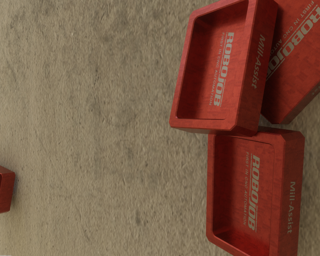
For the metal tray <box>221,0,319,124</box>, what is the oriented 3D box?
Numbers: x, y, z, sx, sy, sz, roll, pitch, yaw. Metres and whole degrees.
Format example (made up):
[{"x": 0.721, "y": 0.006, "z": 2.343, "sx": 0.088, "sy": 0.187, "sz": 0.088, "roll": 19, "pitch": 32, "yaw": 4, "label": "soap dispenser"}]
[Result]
[{"x": 0.127, "y": -0.078, "z": 0.296, "sx": 0.090, "sy": 0.030, "sz": 0.129, "roll": 50, "pitch": 119, "yaw": 28, "label": "metal tray"}]

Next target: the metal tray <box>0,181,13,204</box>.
[{"x": -0.388, "y": 0.104, "z": 0.683, "sx": 0.130, "sy": 0.030, "sz": 0.090, "roll": 24, "pitch": 147, "yaw": 37, "label": "metal tray"}]

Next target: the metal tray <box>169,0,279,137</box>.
[{"x": 0.059, "y": -0.059, "z": 0.304, "sx": 0.090, "sy": 0.030, "sz": 0.129, "roll": 3, "pitch": 80, "yaw": 54, "label": "metal tray"}]

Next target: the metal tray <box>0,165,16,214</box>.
[{"x": -0.377, "y": 0.124, "z": 0.683, "sx": 0.130, "sy": 0.030, "sz": 0.089, "roll": 15, "pitch": 97, "yaw": 30, "label": "metal tray"}]

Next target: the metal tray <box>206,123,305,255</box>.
[{"x": 0.088, "y": 0.063, "z": 0.304, "sx": 0.090, "sy": 0.030, "sz": 0.129, "roll": 12, "pitch": 104, "yaw": 54, "label": "metal tray"}]
